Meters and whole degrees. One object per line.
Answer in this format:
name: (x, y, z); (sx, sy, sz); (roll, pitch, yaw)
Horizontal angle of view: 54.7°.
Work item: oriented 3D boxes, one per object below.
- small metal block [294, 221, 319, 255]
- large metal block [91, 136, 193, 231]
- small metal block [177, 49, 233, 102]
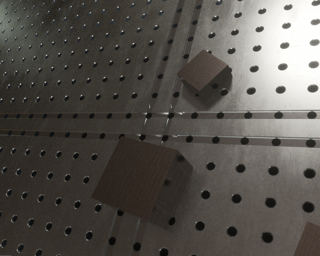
small metal block: (0.143, 0.116, 0.262); (0.050, 0.025, 0.050); (19, 72, 35)
large metal block: (-0.019, 0.063, 0.362); (0.080, 0.050, 0.080); (12, 68, 32)
small metal block: (0.060, -0.072, 0.420); (0.050, 0.025, 0.050); (-43, 51, -2)
